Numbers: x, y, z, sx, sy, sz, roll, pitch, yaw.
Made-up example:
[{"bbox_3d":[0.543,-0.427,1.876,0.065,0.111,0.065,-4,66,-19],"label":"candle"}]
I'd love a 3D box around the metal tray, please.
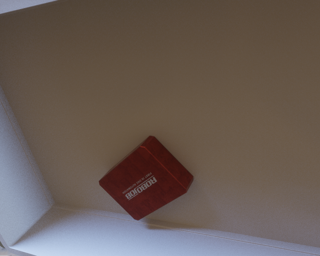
[{"bbox_3d":[-0.025,0.080,0.468,0.090,0.030,0.129,46,129,-4],"label":"metal tray"}]
